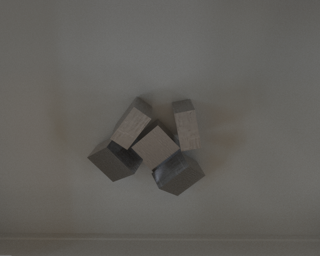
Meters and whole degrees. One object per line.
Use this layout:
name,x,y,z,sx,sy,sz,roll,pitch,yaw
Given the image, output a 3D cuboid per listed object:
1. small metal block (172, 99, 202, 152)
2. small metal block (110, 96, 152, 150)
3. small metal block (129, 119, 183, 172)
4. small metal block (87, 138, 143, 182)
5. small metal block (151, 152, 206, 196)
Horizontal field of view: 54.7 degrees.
small metal block,0.033,-0.005,0.394,0.025,0.050,0.050,-11,110,3
small metal block,-0.035,-0.007,0.392,0.025,0.050,0.050,35,106,-12
small metal block,-0.005,0.025,0.418,0.050,0.025,0.050,-40,106,13
small metal block,-0.060,0.041,0.412,0.050,0.025,0.050,47,136,-16
small metal block,0.026,0.063,0.419,0.050,0.025,0.050,-39,143,12
